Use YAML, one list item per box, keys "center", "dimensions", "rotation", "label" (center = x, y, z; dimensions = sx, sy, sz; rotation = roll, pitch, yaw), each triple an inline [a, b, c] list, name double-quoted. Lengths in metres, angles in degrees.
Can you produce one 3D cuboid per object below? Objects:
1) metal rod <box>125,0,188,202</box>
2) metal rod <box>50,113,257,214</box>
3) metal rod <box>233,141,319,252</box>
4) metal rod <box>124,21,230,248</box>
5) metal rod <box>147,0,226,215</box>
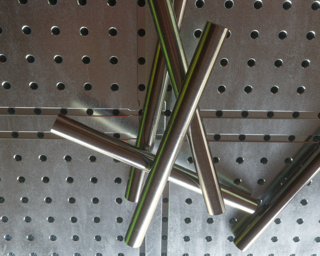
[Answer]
- center: [-0.007, -0.036, 0.400]
  dimensions: [0.025, 0.025, 0.298]
  rotation: [12, 110, -5]
  label: "metal rod"
- center: [0.006, 0.054, 0.410]
  dimensions: [0.302, 0.025, 0.025]
  rotation: [25, 108, -19]
  label: "metal rod"
- center: [0.205, 0.064, 0.440]
  dimensions: [0.025, 0.025, 0.299]
  rotation: [31, 107, -11]
  label: "metal rod"
- center: [0.010, 0.026, 0.367]
  dimensions: [0.025, 0.025, 0.298]
  rotation: [17, 113, -7]
  label: "metal rod"
- center: [0.034, -0.027, 0.371]
  dimensions: [0.025, 0.025, 0.298]
  rotation: [-16, 107, 5]
  label: "metal rod"
